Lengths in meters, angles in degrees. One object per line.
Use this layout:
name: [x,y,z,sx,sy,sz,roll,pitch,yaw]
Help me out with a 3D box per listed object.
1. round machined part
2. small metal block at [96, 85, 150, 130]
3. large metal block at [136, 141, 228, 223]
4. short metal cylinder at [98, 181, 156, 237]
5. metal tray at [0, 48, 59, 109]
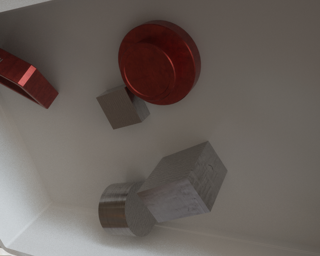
round machined part: [-0.006,-0.070,0.357,0.098,0.042,0.097,13,124,20]
small metal block: [-0.049,-0.030,0.415,0.050,0.025,0.050,-14,112,33]
large metal block: [0.030,0.069,0.399,0.080,0.080,0.050,-24,105,36]
short metal cylinder: [-0.047,0.123,0.472,0.050,0.080,0.080,-10,113,32]
metal tray: [-0.218,-0.081,0.435,0.130,0.030,0.090,28,166,10]
